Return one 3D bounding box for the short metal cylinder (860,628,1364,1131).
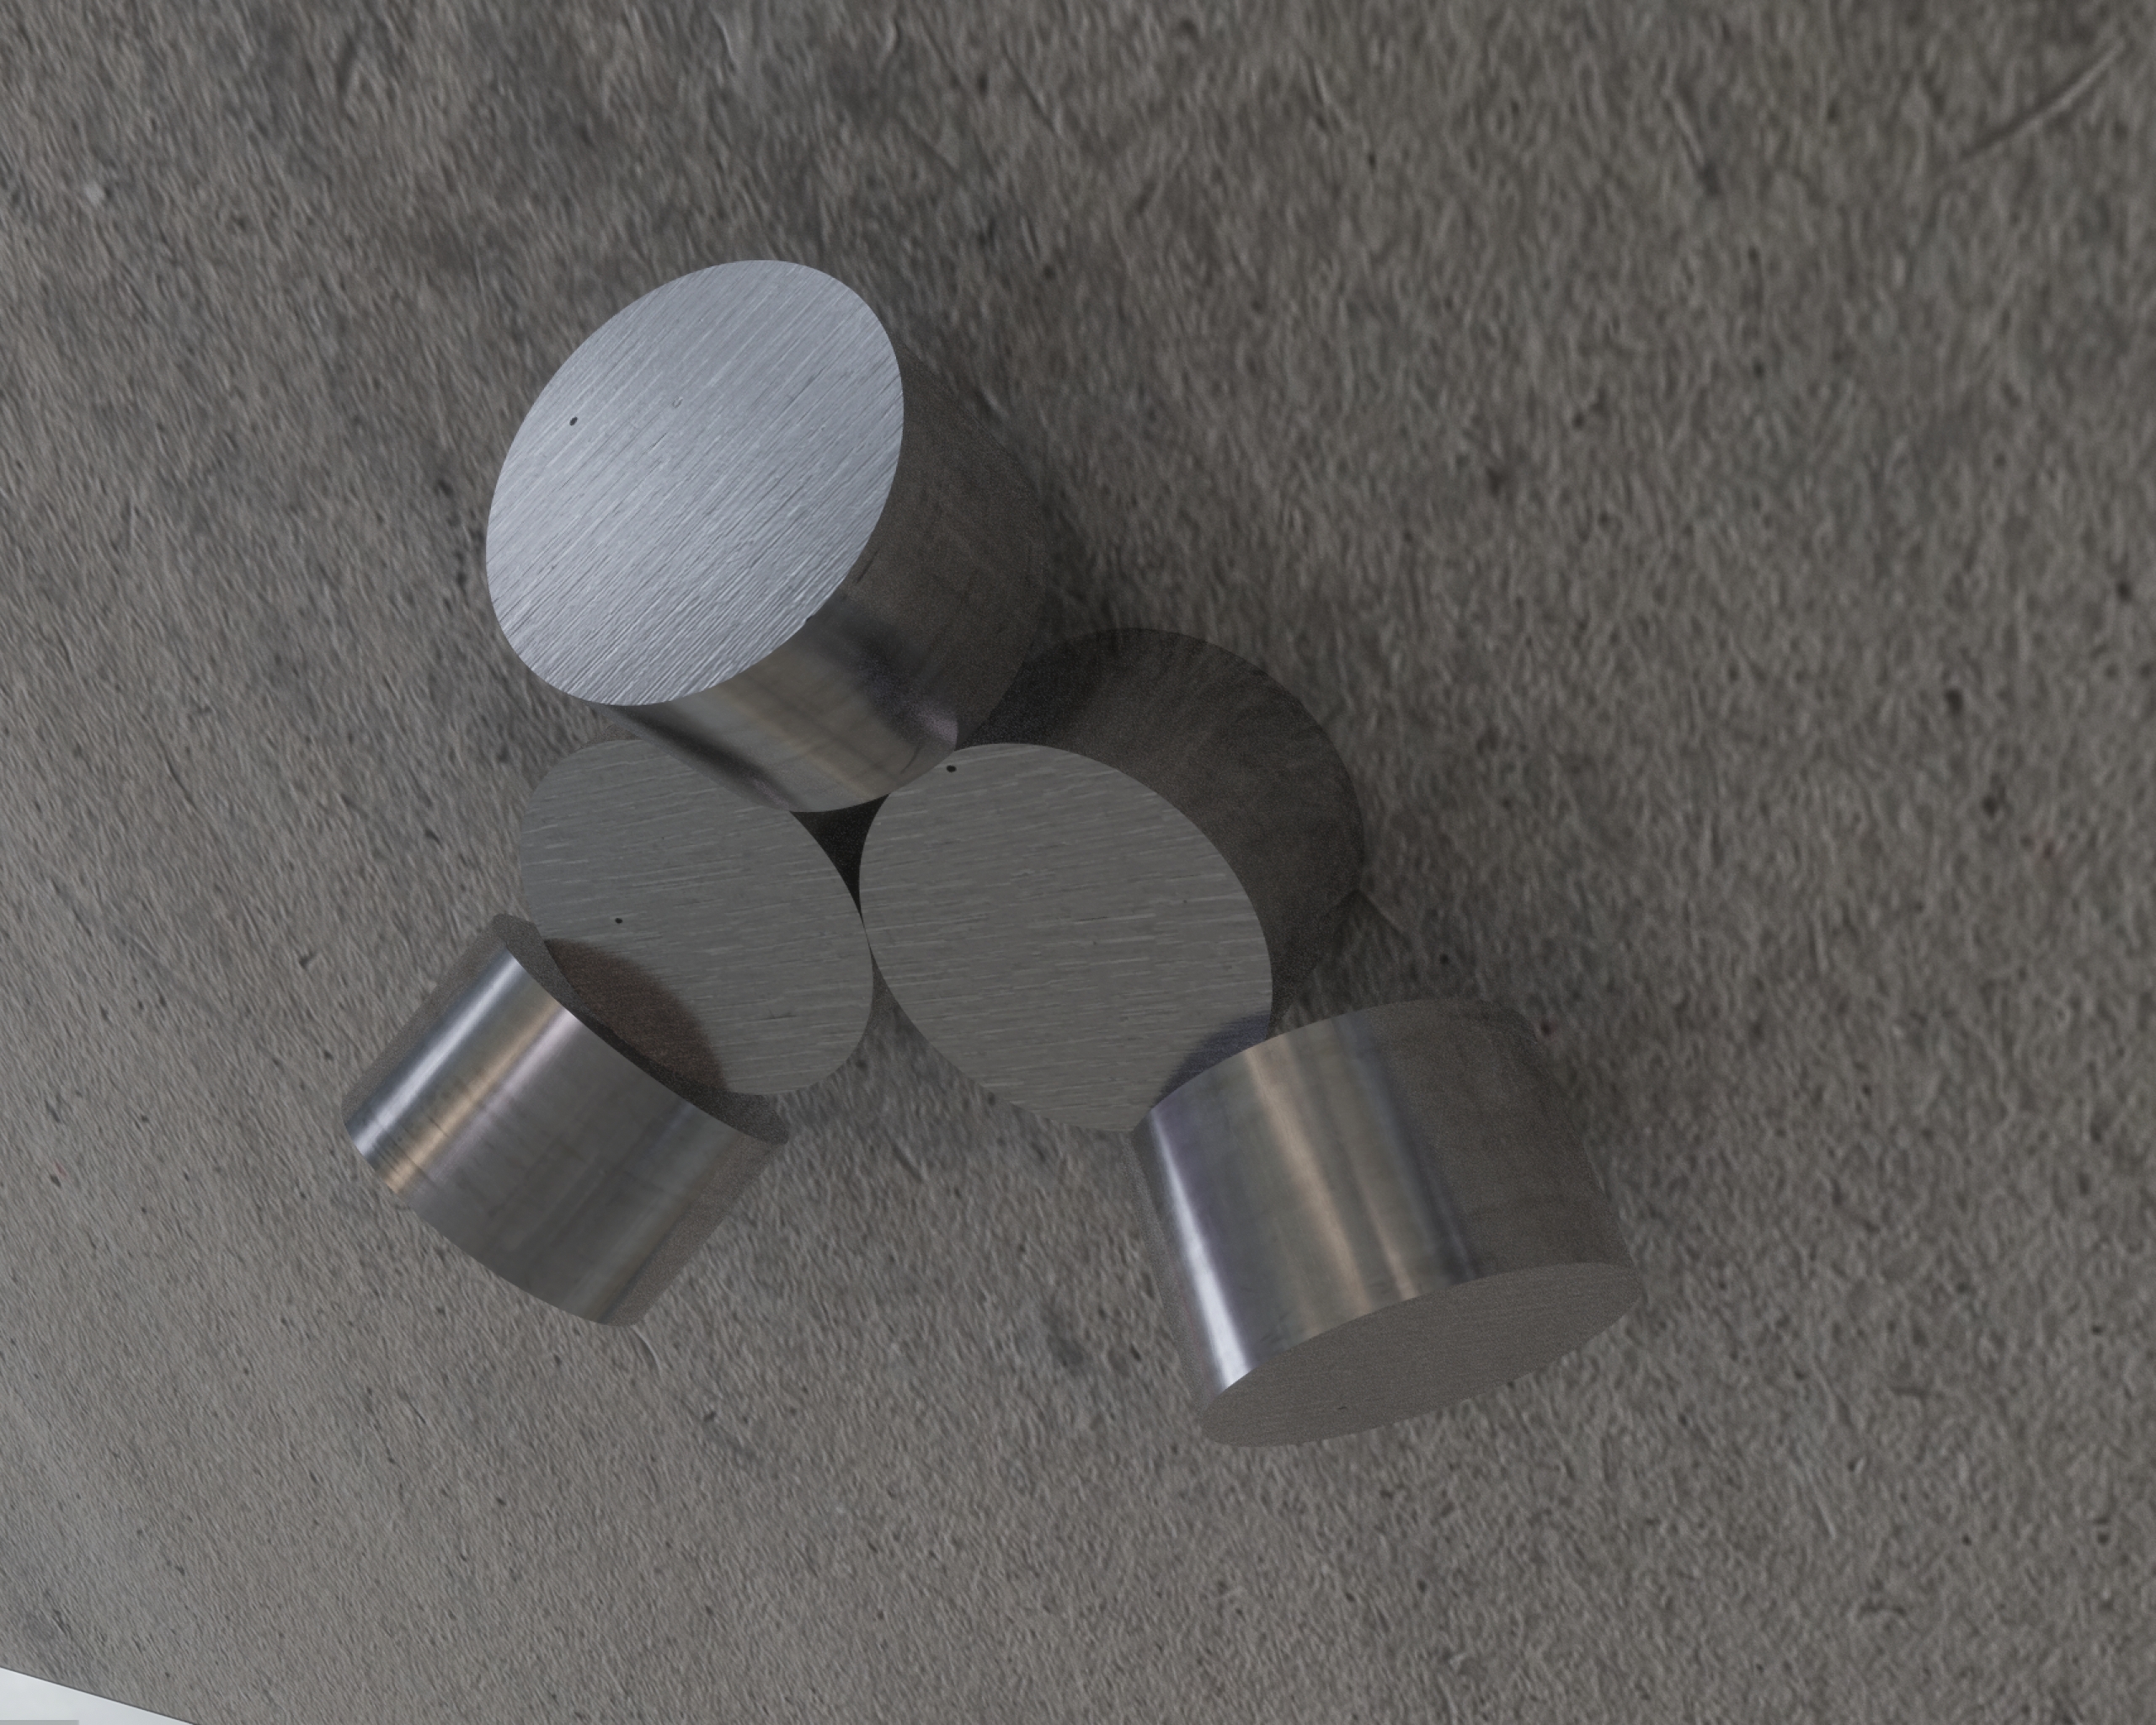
[{"bbox_3d":[0.007,0.003,0.389,0.080,0.050,0.079,13,124,21],"label":"short metal cylinder"}]

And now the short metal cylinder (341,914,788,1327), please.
[{"bbox_3d":[-0.111,0.056,0.456,0.080,0.080,0.050,39,89,2],"label":"short metal cylinder"}]

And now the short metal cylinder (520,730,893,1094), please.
[{"bbox_3d":[-0.065,0.000,0.425,0.080,0.050,0.079,13,124,21],"label":"short metal cylinder"}]

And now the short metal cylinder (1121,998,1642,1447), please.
[{"bbox_3d":[0.053,0.066,0.376,0.080,0.081,0.050,-45,51,39],"label":"short metal cylinder"}]

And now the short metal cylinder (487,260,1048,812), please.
[{"bbox_3d":[-0.052,-0.054,0.357,0.080,0.080,0.050,2,162,27],"label":"short metal cylinder"}]
